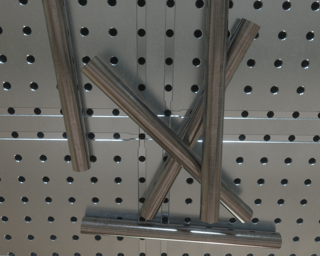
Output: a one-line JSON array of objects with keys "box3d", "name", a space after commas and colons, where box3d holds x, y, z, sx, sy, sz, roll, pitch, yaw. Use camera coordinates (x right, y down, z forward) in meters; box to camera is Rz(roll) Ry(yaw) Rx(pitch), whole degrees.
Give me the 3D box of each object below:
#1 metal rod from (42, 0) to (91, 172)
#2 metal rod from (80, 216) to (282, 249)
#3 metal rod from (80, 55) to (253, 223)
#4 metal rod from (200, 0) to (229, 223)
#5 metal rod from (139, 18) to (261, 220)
[{"box3d": [-0.119, -0.084, 0.380, 0.025, 0.025, 0.298, -4, 110, 1], "name": "metal rod"}, {"box3d": [0.034, 0.160, 0.473, 0.302, 0.025, 0.025, 6, 110, -3], "name": "metal rod"}, {"box3d": [0.022, 0.026, 0.394, 0.025, 0.025, 0.300, -41, 110, 13], "name": "metal rod"}, {"box3d": [0.065, -0.031, 0.372, 0.025, 0.025, 0.298, 1, 99, -1], "name": "metal rod"}, {"box3d": [0.045, 0.001, 0.414, 0.025, 0.025, 0.298, 24, 108, -9], "name": "metal rod"}]
